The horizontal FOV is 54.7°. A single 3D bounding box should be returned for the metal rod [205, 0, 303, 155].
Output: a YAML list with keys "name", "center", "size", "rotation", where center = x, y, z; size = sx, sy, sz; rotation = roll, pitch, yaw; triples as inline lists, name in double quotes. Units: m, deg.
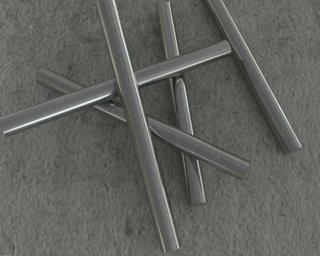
- name: "metal rod"
  center: [0.121, -0.102, 0.446]
  size: [0.025, 0.025, 0.299]
  rotation: [-19, 71, -7]

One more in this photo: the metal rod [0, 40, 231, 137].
- name: "metal rod"
  center: [-0.044, -0.056, 0.392]
  size: [0.302, 0.025, 0.025]
  rotation: [-22, 72, -15]

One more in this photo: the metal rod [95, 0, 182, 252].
- name: "metal rod"
  center: [-0.026, -0.005, 0.364]
  size: [0.025, 0.025, 0.298]
  rotation: [-15, 88, -6]

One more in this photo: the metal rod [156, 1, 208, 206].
- name: "metal rod"
  center: [0.026, -0.047, 0.425]
  size: [0.025, 0.025, 0.299]
  rotation: [-7, 70, -3]

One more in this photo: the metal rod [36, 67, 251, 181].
- name: "metal rod"
  center: [-0.033, -0.012, 0.394]
  size: [0.301, 0.025, 0.025]
  rotation: [25, 72, 15]
